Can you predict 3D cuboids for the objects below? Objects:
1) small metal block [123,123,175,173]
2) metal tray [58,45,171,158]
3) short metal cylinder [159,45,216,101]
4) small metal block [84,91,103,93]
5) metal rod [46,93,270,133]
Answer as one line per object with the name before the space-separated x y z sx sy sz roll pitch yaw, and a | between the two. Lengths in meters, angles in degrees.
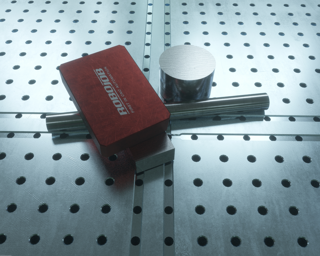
small metal block | -0.015 0.022 0.387 0.050 0.025 0.050 -18 53 -15
metal tray | -0.058 -0.038 0.385 0.091 0.030 0.130 -25 66 -19
short metal cylinder | 0.039 -0.078 0.457 0.081 0.050 0.080 0 50 0
small metal block | -0.096 -0.070 0.448 0.050 0.050 0.025 -25 55 -20
metal rod | 0.001 -0.022 0.426 0.302 0.025 0.025 -6 50 -6
